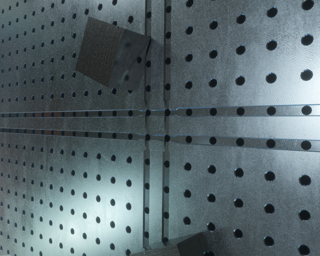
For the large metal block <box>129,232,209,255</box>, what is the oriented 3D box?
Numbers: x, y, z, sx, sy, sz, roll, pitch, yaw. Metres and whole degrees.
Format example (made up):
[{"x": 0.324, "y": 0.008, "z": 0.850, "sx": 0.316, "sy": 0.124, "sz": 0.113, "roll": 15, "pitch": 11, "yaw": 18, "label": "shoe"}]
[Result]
[{"x": 0.018, "y": 0.181, "z": 0.377, "sx": 0.080, "sy": 0.050, "sz": 0.080, "roll": -28, "pitch": 73, "yaw": 36, "label": "large metal block"}]

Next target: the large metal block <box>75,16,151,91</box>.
[{"x": -0.070, "y": -0.107, "z": 0.449, "sx": 0.080, "sy": 0.050, "sz": 0.079, "roll": 30, "pitch": 109, "yaw": 35, "label": "large metal block"}]
